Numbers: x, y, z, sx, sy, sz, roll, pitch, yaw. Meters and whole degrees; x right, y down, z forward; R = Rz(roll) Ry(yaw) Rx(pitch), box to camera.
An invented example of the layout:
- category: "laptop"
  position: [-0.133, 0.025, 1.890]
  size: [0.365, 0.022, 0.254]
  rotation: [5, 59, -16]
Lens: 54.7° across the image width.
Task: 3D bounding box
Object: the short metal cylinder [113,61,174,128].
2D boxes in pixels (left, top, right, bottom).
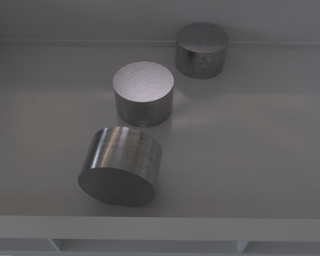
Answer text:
- category: "short metal cylinder"
  position: [-0.022, -0.047, 0.428]
  size: [0.080, 0.050, 0.080]
  rotation: [0, 50, 0]

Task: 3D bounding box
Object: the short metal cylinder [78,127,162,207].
- category: "short metal cylinder"
  position: [-0.041, 0.043, 0.333]
  size: [0.080, 0.080, 0.050]
  rotation: [6, 51, 5]

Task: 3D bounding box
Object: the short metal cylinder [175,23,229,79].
- category: "short metal cylinder"
  position: [0.065, -0.123, 0.492]
  size: [0.080, 0.050, 0.080]
  rotation: [0, 50, 0]
